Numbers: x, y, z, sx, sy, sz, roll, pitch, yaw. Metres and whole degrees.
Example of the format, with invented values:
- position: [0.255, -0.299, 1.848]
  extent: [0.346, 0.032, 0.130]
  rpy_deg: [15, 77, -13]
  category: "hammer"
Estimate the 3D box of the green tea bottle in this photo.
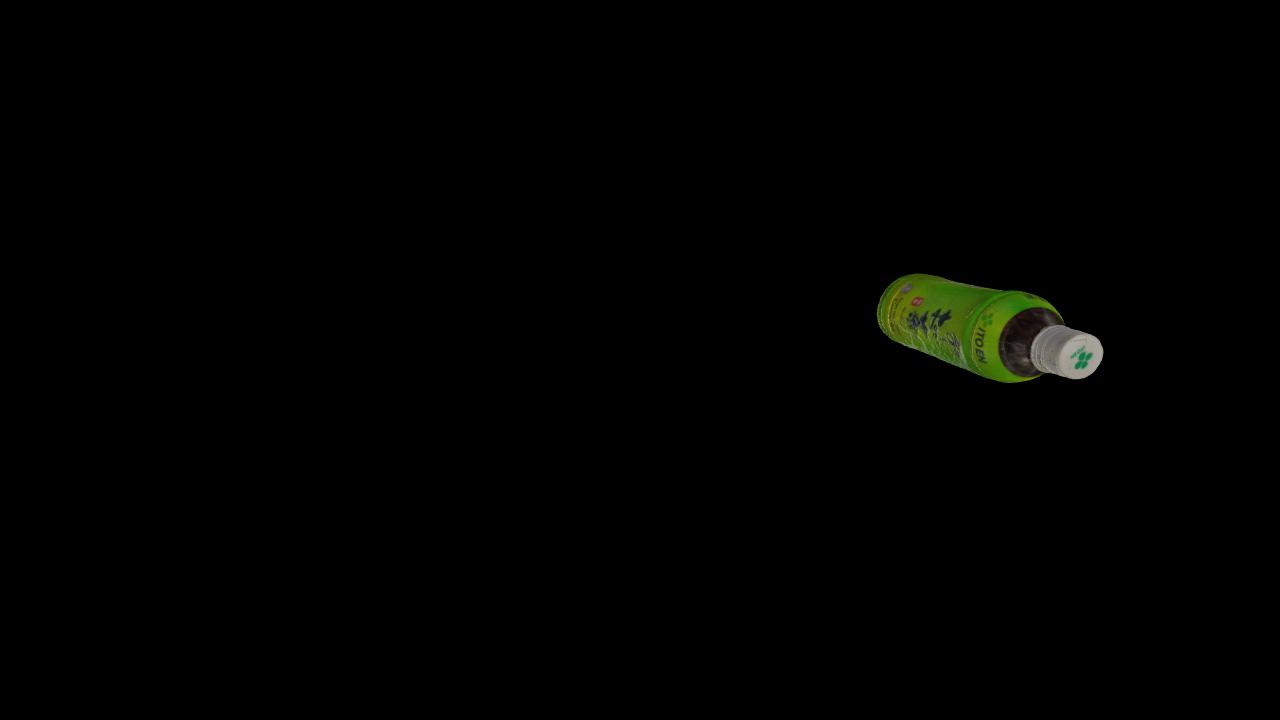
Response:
- position: [0.268, -0.027, 0.489]
  extent: [0.073, 0.073, 0.212]
  rpy_deg: [0, 11, -5]
  category: "green tea bottle"
